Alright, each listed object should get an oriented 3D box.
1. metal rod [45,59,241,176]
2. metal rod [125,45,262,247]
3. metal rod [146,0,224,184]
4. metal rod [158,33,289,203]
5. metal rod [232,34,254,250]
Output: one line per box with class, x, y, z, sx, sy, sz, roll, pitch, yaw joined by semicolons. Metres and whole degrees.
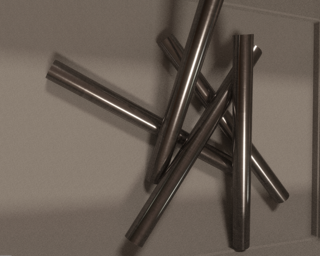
metal rod;-0.002;-0.002;0.410;0.301;0.025;0.025;28;81;-18
metal rod;0.049;0.014;0.402;0.025;0.025;0.300;37;78;-17
metal rod;0.033;-0.065;0.357;0.025;0.025;0.298;8;113;-20
metal rod;0.098;-0.005;0.448;0.025;0.025;0.300;-43;104;-15
metal rod;0.110;0.029;0.417;0.025;0.025;0.298;-10;107;-20
